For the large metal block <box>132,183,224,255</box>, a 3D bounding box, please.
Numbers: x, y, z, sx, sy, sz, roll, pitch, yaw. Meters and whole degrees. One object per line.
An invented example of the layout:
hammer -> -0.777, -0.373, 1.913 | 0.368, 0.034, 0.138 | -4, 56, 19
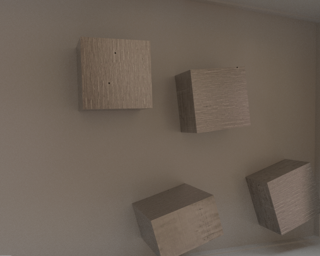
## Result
large metal block -> 0.019, 0.113, 0.388 | 0.081, 0.080, 0.050 | -17, 96, -19

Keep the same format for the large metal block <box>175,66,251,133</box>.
large metal block -> 0.071, -0.038, 0.423 | 0.081, 0.050, 0.080 | -7, 93, -20

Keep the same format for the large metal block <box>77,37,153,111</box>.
large metal block -> -0.057, -0.062, 0.376 | 0.081, 0.050, 0.079 | -2, 91, -20

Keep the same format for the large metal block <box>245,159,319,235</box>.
large metal block -> 0.186, 0.100, 0.466 | 0.081, 0.050, 0.080 | -20, 97, -19
